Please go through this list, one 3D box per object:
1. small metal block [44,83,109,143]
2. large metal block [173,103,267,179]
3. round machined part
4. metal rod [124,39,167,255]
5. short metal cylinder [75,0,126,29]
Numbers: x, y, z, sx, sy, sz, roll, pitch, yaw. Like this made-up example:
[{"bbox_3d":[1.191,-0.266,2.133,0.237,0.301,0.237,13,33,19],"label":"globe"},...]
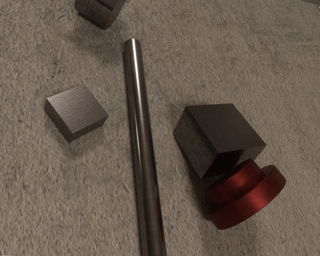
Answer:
[{"bbox_3d":[-0.098,-0.018,0.363,0.050,0.025,0.050,-32,80,-38],"label":"small metal block"},{"bbox_3d":[0.076,0.014,0.409,0.081,0.050,0.080,-6,48,-31],"label":"large metal block"},{"bbox_3d":[0.094,0.072,0.366,0.099,0.097,0.042,-31,80,-38],"label":"round machined part"},{"bbox_3d":[-0.023,0.008,0.388,0.025,0.025,0.299,7,59,-25],"label":"metal rod"},{"bbox_3d":[-0.079,-0.191,0.444,0.050,0.080,0.080,30,52,-10],"label":"short metal cylinder"}]
